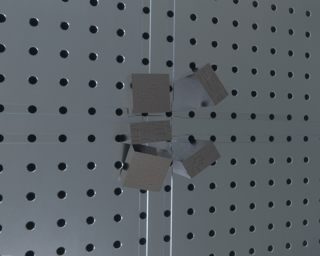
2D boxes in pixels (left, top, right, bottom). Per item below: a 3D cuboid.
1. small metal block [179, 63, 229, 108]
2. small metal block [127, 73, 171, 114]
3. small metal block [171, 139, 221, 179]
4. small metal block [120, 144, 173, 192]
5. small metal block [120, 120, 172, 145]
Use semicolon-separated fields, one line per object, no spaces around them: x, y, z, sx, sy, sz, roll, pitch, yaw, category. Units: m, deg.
0.058;-0.056;0.420;0.025;0.050;0.050;-38;103;-16;small metal block
-0.015;-0.045;0.407;0.050;0.025;0.050;-3;91;-20;small metal block
0.044;0.040;0.415;0.050;0.050;0.025;-33;101;-17;small metal block
-0.018;0.051;0.397;0.050;0.025;0.050;14;108;-20;small metal block
-0.019;0.005;0.392;0.050;0.050;0.025;-5;92;-20;small metal block
